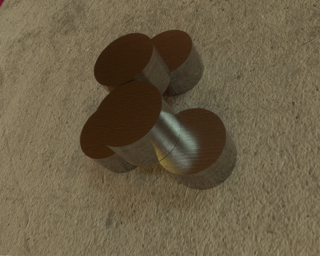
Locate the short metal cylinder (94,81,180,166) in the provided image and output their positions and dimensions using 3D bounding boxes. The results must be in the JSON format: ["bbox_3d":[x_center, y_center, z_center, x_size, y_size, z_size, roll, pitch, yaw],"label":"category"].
[{"bbox_3d":[-0.024,-0.005,0.340,0.080,0.050,0.080,-13,56,20],"label":"short metal cylinder"}]

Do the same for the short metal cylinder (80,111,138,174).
[{"bbox_3d":[-0.057,0.014,0.411,0.080,0.050,0.080,-13,56,21],"label":"short metal cylinder"}]

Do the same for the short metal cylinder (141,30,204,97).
[{"bbox_3d":[0.016,-0.091,0.437,0.080,0.050,0.080,-13,56,21],"label":"short metal cylinder"}]

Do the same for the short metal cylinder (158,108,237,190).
[{"bbox_3d":[0.042,0.024,0.352,0.080,0.050,0.080,-13,56,21],"label":"short metal cylinder"}]

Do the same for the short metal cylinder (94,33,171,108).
[{"bbox_3d":[-0.034,-0.070,0.385,0.080,0.050,0.080,-13,56,21],"label":"short metal cylinder"}]
